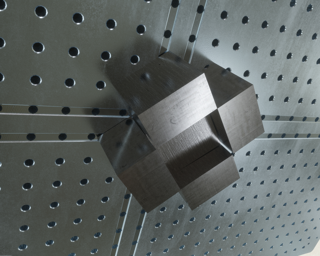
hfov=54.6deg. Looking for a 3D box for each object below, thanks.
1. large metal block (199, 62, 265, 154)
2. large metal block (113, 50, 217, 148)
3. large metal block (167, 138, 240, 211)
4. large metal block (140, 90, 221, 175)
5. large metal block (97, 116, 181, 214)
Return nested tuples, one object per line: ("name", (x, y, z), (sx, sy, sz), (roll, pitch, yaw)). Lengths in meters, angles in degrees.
("large metal block", (0.083, -0.027, 0.403), (0.050, 0.080, 0.080), (-34, 129, -6))
("large metal block", (0.004, -0.036, 0.355), (0.080, 0.080, 0.050), (-33, 129, -6))
("large metal block", (0.051, 0.054, 0.437), (0.080, 0.080, 0.050), (-32, 129, -7))
("large metal block", (0.023, 0.002, 0.407), (0.080, 0.050, 0.080), (-32, 127, -5))
("large metal block", (-0.027, 0.045, 0.388), (0.050, 0.080, 0.080), (-34, 129, -6))
